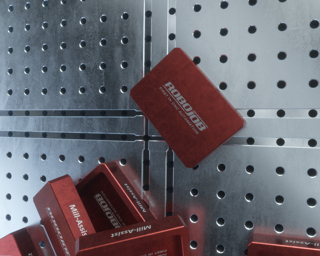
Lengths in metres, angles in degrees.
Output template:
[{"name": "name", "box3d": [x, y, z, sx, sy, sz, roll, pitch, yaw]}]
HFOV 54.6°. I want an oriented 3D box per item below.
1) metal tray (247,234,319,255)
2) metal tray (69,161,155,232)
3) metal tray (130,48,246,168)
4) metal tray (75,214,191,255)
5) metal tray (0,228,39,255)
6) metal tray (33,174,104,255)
[{"name": "metal tray", "box3d": [0.168, 0.175, 0.350, 0.130, 0.030, 0.090, 0, 90, 20]}, {"name": "metal tray", "box3d": [-0.067, 0.123, 0.433, 0.090, 0.030, 0.130, -41, 77, 15]}, {"name": "metal tray", "box3d": [0.034, -0.026, 0.398, 0.090, 0.030, 0.130, -42, 77, 15]}, {"name": "metal tray", "box3d": [-0.029, 0.164, 0.374, 0.131, 0.030, 0.089, -9, 104, -12]}, {"name": "metal tray", "box3d": [-0.229, 0.238, 0.492, 0.090, 0.030, 0.130, -31, 80, 17]}, {"name": "metal tray", "box3d": [-0.129, 0.140, 0.434, 0.090, 0.030, 0.130, -38, 76, 47]}]
